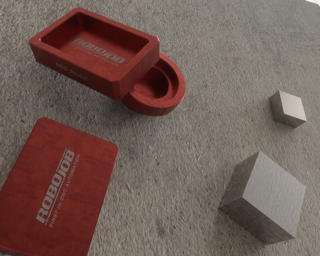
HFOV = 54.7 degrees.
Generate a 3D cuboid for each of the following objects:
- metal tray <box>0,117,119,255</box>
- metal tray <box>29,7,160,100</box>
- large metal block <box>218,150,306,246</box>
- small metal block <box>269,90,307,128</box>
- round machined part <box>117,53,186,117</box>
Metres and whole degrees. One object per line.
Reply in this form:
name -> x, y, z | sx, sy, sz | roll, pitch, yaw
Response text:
metal tray -> -0.102, 0.062, 0.308 | 0.090, 0.030, 0.130 | 23, 53, -14
metal tray -> -0.077, -0.095, 0.377 | 0.130, 0.030, 0.090 | 27, 57, 18
large metal block -> 0.135, 0.091, 0.405 | 0.080, 0.050, 0.080 | 38, 51, -3
small metal block -> 0.224, -0.033, 0.545 | 0.050, 0.025, 0.050 | 15, 56, -20
round machined part -> -0.018, -0.057, 0.418 | 0.099, 0.042, 0.098 | 14, 56, -21
